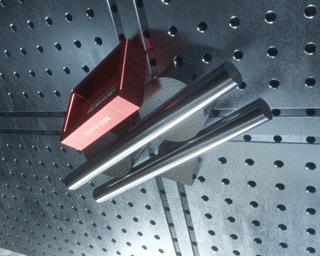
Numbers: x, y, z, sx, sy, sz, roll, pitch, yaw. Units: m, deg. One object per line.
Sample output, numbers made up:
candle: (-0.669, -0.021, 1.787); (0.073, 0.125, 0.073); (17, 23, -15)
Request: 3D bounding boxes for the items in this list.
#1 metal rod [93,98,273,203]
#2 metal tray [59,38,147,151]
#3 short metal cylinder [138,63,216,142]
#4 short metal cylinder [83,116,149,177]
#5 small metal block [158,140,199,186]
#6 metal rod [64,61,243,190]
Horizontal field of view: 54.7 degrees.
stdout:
metal rod: (0.005, 0.043, 0.400); (0.299, 0.025, 0.025); (-32, 101, 38)
metal tray: (-0.071, -0.038, 0.379); (0.030, 0.090, 0.130); (29, 136, -32)
short metal cylinder: (0.021, -0.031, 0.365); (0.080, 0.050, 0.079); (13, 124, 20)
short metal cylinder: (-0.063, 0.023, 0.441); (0.080, 0.050, 0.079); (13, 124, 20)
small metal block: (0.025, 0.046, 0.424); (0.050, 0.025, 0.050); (14, 124, 20)
metal rod: (-0.032, 0.015, 0.370); (0.299, 0.025, 0.025); (-33, 100, 38)
